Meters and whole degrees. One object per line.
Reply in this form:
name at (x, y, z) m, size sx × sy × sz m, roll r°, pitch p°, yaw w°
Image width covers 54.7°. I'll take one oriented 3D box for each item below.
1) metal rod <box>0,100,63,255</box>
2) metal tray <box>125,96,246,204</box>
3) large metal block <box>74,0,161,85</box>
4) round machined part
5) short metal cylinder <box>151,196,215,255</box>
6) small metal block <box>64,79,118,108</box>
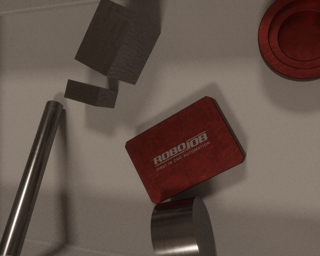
metal rod at (-0.171, 0.094, 0.392) m, size 0.025 × 0.025 × 0.299 m, roll -6°, pitch 58°, yaw 19°
metal tray at (0.031, 0.029, 0.396) m, size 0.130 × 0.030 × 0.090 m, roll -30°, pitch 81°, yaw 17°
large metal block at (-0.051, -0.107, 0.398) m, size 0.050 × 0.080 × 0.080 m, roll 30°, pitch 100°, yaw 17°
round machined part at (0.161, -0.100, 0.345) m, size 0.098 × 0.042 × 0.097 m, roll 0°, pitch 90°, yaw 19°
short metal cylinder at (0.029, 0.126, 0.370) m, size 0.050 × 0.080 × 0.080 m, roll -15°, pitch 85°, yaw 19°
small metal block at (-0.094, -0.047, 0.429) m, size 0.050 × 0.050 × 0.025 m, roll 16°, pitch 96°, yaw 19°
